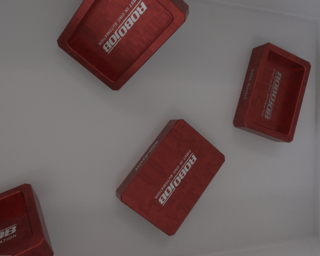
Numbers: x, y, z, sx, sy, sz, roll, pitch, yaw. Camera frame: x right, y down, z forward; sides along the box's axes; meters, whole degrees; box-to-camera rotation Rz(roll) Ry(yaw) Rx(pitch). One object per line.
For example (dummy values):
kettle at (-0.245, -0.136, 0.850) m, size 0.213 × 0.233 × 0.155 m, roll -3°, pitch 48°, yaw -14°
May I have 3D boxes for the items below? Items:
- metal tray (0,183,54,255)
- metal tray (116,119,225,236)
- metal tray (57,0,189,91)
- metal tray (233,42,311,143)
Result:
metal tray at (-0.183, 0.118, 0.307) m, size 0.131 × 0.090 × 0.030 m, roll -22°, pitch 130°, yaw -19°
metal tray at (0.016, 0.064, 0.414) m, size 0.090 × 0.030 × 0.130 m, roll 41°, pitch 77°, yaw -16°
metal tray at (-0.043, -0.112, 0.345) m, size 0.090 × 0.129 × 0.030 m, roll 39°, pitch 36°, yaw -16°
metal tray at (0.171, -0.051, 0.470) m, size 0.091 × 0.030 × 0.129 m, roll 18°, pitch 84°, yaw -19°
